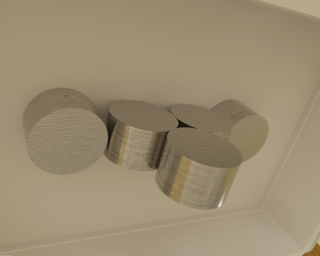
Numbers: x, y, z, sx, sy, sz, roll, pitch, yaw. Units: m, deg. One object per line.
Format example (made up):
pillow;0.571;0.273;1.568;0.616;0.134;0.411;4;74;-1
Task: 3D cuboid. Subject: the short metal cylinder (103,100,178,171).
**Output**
short metal cylinder;-0.024;0.007;0.361;0.081;0.080;0.050;2;118;-29

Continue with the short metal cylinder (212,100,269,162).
short metal cylinder;0.109;0.005;0.453;0.081;0.050;0.079;-14;124;-21

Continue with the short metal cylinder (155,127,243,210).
short metal cylinder;0.040;0.040;0.329;0.081;0.080;0.050;2;118;-29

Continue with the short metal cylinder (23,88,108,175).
short metal cylinder;-0.103;0.004;0.336;0.081;0.050;0.079;-14;124;-21

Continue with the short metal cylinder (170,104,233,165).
short metal cylinder;0.046;0.009;0.401;0.081;0.080;0.050;2;118;-29
